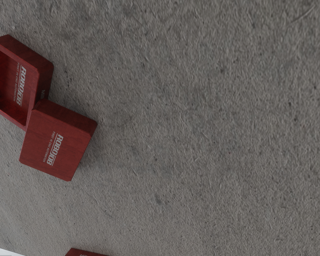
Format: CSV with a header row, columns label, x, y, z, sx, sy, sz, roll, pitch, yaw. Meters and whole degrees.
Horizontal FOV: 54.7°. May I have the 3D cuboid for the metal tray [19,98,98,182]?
label,x,y,z,sx,sy,sz,roll,pitch,yaw
metal tray,-0.163,0.024,0.487,0.090,0.030,0.129,25,130,-11

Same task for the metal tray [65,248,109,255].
label,x,y,z,sx,sy,sz,roll,pitch,yaw
metal tray,-0.140,0.312,0.670,0.130,0.030,0.089,-2,118,29

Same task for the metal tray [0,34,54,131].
label,x,y,z,sx,sy,sz,roll,pitch,yaw
metal tray,-0.219,-0.065,0.478,0.090,0.030,0.129,33,129,6
